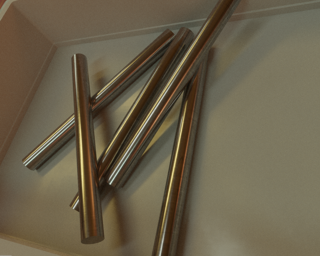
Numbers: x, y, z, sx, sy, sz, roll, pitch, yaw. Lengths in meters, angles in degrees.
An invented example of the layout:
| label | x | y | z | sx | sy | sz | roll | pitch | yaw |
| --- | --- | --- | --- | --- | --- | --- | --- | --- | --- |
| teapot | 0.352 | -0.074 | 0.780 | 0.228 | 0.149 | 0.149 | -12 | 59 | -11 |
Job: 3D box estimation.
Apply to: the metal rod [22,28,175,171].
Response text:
| label | x | y | z | sx | sy | sz | roll | pitch | yaw |
| --- | --- | --- | --- | --- | --- | --- | --- | --- | --- |
| metal rod | -0.092 | -0.045 | 0.481 | 0.300 | 0.025 | 0.025 | -42 | 51 | -1 |

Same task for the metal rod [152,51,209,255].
| label | x | y | z | sx | sy | sz | roll | pitch | yaw |
| --- | --- | --- | --- | --- | --- | --- | --- | --- | --- |
| metal rod | 0.032 | 0.007 | 0.384 | 0.025 | 0.025 | 0.300 | -2 | 61 | 27 |

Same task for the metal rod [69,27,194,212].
| label | x | y | z | sx | sy | sz | roll | pitch | yaw |
| --- | --- | --- | --- | --- | --- | --- | --- | --- | --- |
| metal rod | -0.032 | -0.020 | 0.434 | 0.025 | 0.025 | 0.300 | 20 | 72 | 35 |

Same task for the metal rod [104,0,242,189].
| label | x | y | z | sx | sy | sz | roll | pitch | yaw |
| --- | --- | --- | --- | --- | --- | --- | --- | --- | --- |
| metal rod | 0.020 | -0.055 | 0.400 | 0.025 | 0.025 | 0.299 | 31 | 88 | 38 |

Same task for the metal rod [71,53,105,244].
| label | x | y | z | sx | sy | sz | roll | pitch | yaw |
| --- | --- | --- | --- | --- | --- | --- | --- | --- | --- |
| metal rod | -0.103 | 0.004 | 0.423 | 0.025 | 0.025 | 0.299 | -24 | 53 | 13 |
